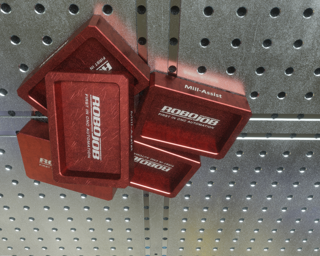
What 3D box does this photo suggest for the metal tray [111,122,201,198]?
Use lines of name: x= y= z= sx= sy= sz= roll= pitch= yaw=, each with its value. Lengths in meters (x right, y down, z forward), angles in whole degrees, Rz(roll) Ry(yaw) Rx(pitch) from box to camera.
metal tray: x=-0.018 y=0.050 z=0.449 sx=0.131 sy=0.030 sz=0.089 roll=20 pitch=128 yaw=-16

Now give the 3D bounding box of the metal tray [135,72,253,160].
metal tray: x=0.038 y=-0.012 z=0.397 sx=0.131 sy=0.030 sz=0.089 roll=14 pitch=129 yaw=-12

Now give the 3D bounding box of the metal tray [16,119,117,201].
metal tray: x=-0.121 y=0.045 z=0.423 sx=0.131 sy=0.030 sz=0.089 roll=14 pitch=131 yaw=6

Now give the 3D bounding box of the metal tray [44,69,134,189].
metal tray: x=-0.077 y=0.001 z=0.352 sx=0.090 sy=0.030 sz=0.129 roll=3 pitch=106 yaw=6

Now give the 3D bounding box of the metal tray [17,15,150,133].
metal tray: x=-0.087 y=-0.054 z=0.360 sx=0.130 sy=0.030 sz=0.090 roll=-32 pitch=123 yaw=24
